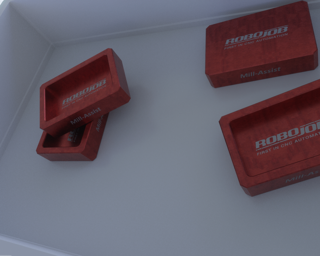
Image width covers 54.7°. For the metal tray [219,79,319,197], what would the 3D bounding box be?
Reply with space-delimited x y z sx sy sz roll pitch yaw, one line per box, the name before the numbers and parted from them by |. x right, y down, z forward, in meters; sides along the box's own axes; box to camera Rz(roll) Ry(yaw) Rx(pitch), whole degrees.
metal tray | 0.138 0.008 0.324 0.130 0.030 0.090 -22 54 14

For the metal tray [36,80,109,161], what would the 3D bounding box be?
metal tray | -0.127 -0.015 0.475 0.090 0.030 0.130 -3 60 26

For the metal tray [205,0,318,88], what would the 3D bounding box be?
metal tray | 0.126 -0.107 0.401 0.130 0.030 0.090 -8 58 23

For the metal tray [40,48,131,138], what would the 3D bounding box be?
metal tray | -0.113 -0.051 0.451 0.130 0.030 0.090 -25 53 12
